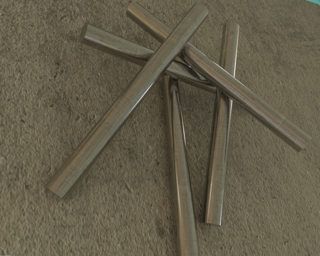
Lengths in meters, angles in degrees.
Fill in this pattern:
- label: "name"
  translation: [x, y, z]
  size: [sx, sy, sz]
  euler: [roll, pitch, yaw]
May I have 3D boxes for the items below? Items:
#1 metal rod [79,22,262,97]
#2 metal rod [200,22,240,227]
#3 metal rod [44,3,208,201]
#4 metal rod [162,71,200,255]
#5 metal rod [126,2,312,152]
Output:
- label: "metal rod"
  translation: [0.035, -0.077, 0.439]
  size: [0.302, 0.025, 0.025]
  euler: [15, 55, -31]
- label: "metal rod"
  translation: [0.086, -0.021, 0.425]
  size: [0.025, 0.025, 0.299]
  euler: [18, 66, -18]
- label: "metal rod"
  translation: [-0.025, -0.047, 0.367]
  size: [0.025, 0.025, 0.301]
  euler: [37, 67, -4]
- label: "metal rod"
  translation: [0.024, 0.051, 0.385]
  size: [0.025, 0.025, 0.299]
  euler: [10, 57, -23]
- label: "metal rod"
  translation: [0.070, -0.075, 0.418]
  size: [0.300, 0.025, 0.025]
  euler: [41, 50, 12]
